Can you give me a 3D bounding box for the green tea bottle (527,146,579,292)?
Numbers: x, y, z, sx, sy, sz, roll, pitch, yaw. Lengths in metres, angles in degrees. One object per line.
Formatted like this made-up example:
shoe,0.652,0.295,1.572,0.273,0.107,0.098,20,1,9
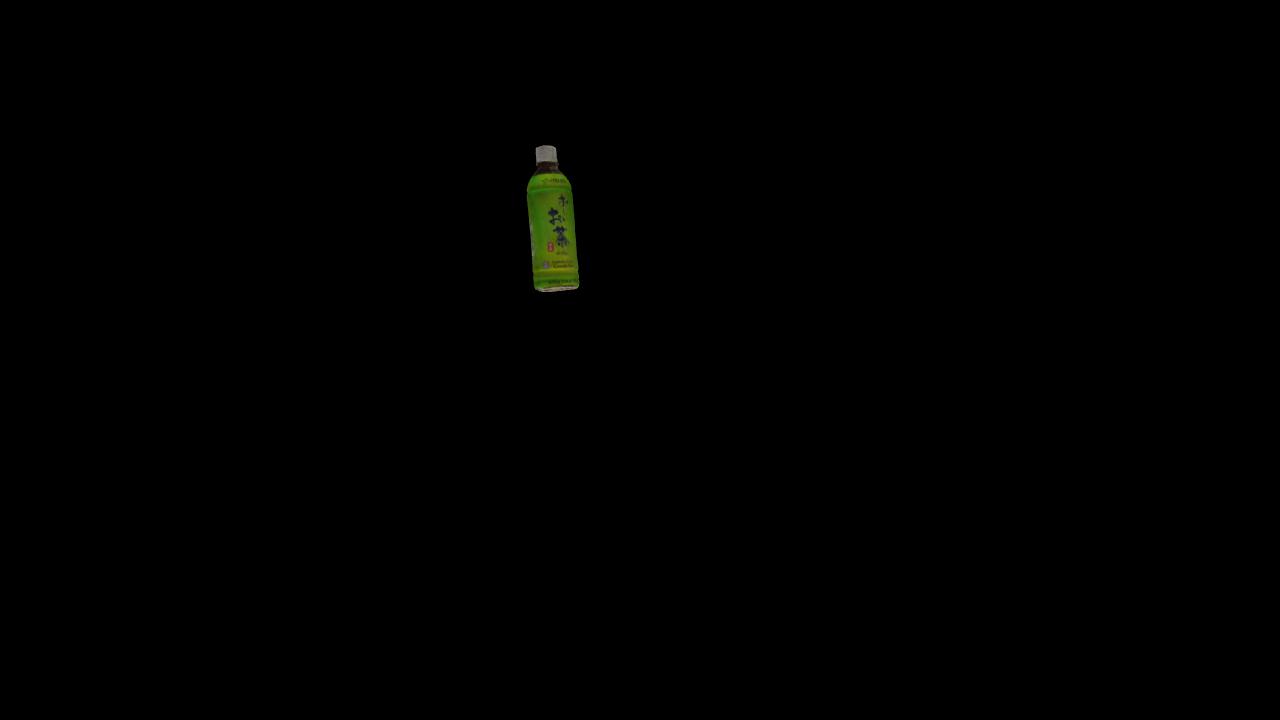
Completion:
green tea bottle,-0.133,-0.210,0.919,0.073,0.212,0.073,-6,5,0
